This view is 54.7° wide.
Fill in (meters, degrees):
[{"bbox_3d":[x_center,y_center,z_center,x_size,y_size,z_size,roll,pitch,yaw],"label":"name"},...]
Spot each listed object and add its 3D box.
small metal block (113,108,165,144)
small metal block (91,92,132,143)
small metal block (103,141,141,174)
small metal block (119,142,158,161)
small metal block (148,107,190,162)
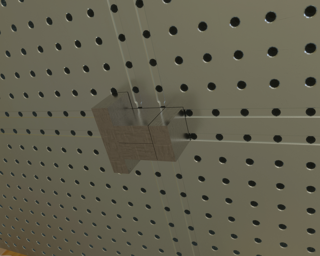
[{"bbox_3d":[-0.023,-0.004,0.403,0.050,0.050,0.025,0,118,28],"label":"small metal block"},{"bbox_3d":[-0.060,-0.015,0.415,0.025,0.050,0.050,0,118,28],"label":"small metal block"},{"bbox_3d":[-0.048,0.029,0.436,0.025,0.050,0.050,0,118,28],"label":"small metal block"},{"bbox_3d":[-0.018,0.018,0.413,0.050,0.050,0.025,0,118,28],"label":"small metal block"},{"bbox_3d":[0.013,0.007,0.390,0.025,0.050,0.050,0,118,28],"label":"small metal block"}]
